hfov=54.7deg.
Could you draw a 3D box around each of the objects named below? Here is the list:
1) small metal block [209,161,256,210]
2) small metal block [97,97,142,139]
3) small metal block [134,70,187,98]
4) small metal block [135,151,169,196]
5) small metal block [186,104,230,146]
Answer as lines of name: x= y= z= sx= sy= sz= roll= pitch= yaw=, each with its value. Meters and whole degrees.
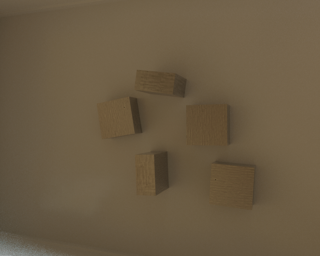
small metal block: x=0.089 y=0.069 z=0.379 sx=0.050 sy=0.025 sz=0.050 roll=4 pitch=91 yaw=20
small metal block: x=-0.056 y=-0.013 z=0.430 sx=0.050 sy=0.025 sz=0.050 roll=-10 pitch=87 yaw=19
small metal block: x=0.002 y=-0.056 z=0.397 sx=0.050 sy=0.050 sz=0.025 roll=9 pitch=93 yaw=20
small metal block: x=-0.009 y=0.057 z=0.400 sx=0.025 sy=0.050 sz=0.050 roll=-3 pitch=89 yaw=20
small metal block: x=0.061 y=-0.004 z=0.389 sx=0.050 sy=0.025 sz=0.050 roll=0 pitch=90 yaw=20
